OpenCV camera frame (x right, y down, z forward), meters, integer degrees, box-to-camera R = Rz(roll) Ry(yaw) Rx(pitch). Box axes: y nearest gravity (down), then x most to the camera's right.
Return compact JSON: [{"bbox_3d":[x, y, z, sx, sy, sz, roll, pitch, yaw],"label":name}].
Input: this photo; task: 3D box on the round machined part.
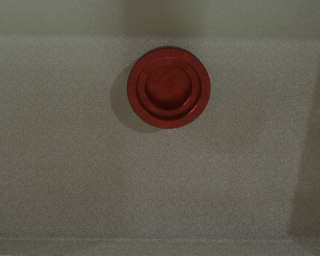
[{"bbox_3d":[0.010,-0.052,0.383,0.099,0.042,0.097,0,110,0],"label":"round machined part"}]
